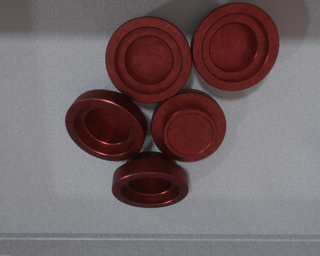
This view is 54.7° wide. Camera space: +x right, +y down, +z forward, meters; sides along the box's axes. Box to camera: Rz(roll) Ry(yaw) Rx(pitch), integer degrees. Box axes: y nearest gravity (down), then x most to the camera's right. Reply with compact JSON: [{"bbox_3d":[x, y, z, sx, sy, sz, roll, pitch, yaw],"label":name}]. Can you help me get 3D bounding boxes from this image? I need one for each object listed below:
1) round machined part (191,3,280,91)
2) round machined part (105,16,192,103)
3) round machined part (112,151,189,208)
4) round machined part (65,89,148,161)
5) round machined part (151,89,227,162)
[{"bbox_3d":[0.085,-0.096,0.368,0.099,0.042,0.097,0,110,-1],"label":"round machined part"},{"bbox_3d":[-0.012,-0.082,0.370,0.099,0.042,0.097,1,111,3],"label":"round machined part"},{"bbox_3d":[-0.013,0.066,0.412,0.099,0.042,0.097,-1,141,0],"label":"round machined part"},{"bbox_3d":[-0.063,-0.008,0.387,0.098,0.042,0.097,7,130,9],"label":"round machined part"},{"bbox_3d":[0.038,0.001,0.403,0.099,0.042,0.097,0,110,-1],"label":"round machined part"}]
